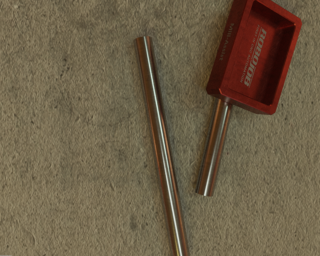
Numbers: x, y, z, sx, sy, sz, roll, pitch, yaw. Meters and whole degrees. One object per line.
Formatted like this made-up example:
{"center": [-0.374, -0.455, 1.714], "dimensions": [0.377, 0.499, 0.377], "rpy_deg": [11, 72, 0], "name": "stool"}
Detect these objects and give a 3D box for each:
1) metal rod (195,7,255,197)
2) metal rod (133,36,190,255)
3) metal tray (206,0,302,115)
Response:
{"center": [0.090, -0.059, 0.410], "dimensions": [0.025, 0.025, 0.298], "rpy_deg": [12, 90, 0], "name": "metal rod"}
{"center": [0.003, 0.030, 0.409], "dimensions": [0.025, 0.025, 0.298], "rpy_deg": [-10, 90, 0], "name": "metal rod"}
{"center": [0.119, -0.090, 0.388], "dimensions": [0.091, 0.030, 0.129], "rpy_deg": [18, 88, -24], "name": "metal tray"}
